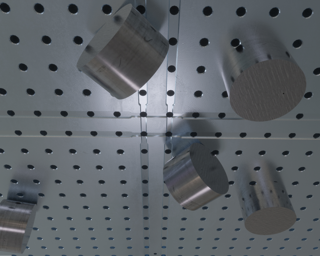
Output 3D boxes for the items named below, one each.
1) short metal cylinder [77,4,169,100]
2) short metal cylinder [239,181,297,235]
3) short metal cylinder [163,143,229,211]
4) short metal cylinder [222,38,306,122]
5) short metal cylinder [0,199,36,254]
[{"bbox_3d":[-0.037,-0.076,0.311,0.080,0.080,0.050,-36,122,26],"label":"short metal cylinder"},{"bbox_3d":[0.175,0.132,0.510,0.081,0.050,0.079,0,130,0],"label":"short metal cylinder"},{"bbox_3d":[0.051,0.068,0.434,0.080,0.080,0.050,36,121,-27],"label":"short metal cylinder"},{"bbox_3d":[0.115,-0.054,0.351,0.081,0.050,0.079,0,130,0],"label":"short metal cylinder"},{"bbox_3d":[-0.242,0.161,0.511,0.050,0.080,0.079,13,129,-11],"label":"short metal cylinder"}]
